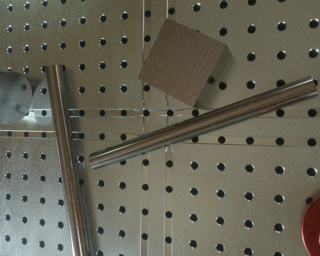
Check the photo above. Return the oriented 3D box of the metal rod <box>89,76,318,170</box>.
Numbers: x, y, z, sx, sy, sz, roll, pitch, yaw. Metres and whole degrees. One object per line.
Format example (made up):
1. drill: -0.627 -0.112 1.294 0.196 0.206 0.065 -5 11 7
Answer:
1. metal rod: 0.040 0.000 0.398 0.300 0.025 0.025 -20 84 18

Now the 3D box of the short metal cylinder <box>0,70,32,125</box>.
1. short metal cylinder: -0.243 -0.048 0.469 0.050 0.080 0.080 12 94 19

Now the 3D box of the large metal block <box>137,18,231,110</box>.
1. large metal block: 0.032 -0.078 0.388 0.080 0.050 0.080 30 100 17

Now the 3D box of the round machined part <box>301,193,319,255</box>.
1. round machined part: 0.205 0.115 0.331 0.098 0.042 0.097 0 90 20

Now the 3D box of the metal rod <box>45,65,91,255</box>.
1. metal rod: -0.136 0.055 0.460 0.025 0.025 0.298 -11 86 19
